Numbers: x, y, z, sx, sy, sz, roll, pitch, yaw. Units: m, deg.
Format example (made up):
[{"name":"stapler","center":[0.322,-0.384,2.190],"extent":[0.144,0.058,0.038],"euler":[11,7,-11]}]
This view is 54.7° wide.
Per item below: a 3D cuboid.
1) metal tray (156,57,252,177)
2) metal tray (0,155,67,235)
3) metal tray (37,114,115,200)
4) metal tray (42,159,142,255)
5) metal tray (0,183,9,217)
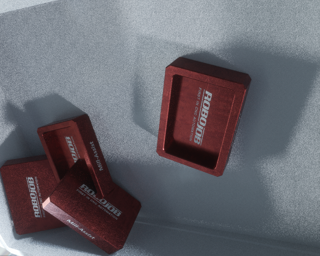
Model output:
[{"name":"metal tray","center":[0.047,-0.011,0.373],"extent":[0.090,0.030,0.129],"euler":[18,126,17]},{"name":"metal tray","center":[-0.213,0.115,0.540],"extent":[0.091,0.030,0.129],"euler":[-9,105,-9]},{"name":"metal tray","center":[-0.133,0.050,0.491],"extent":[0.090,0.030,0.129],"euler":[-11,103,32]},{"name":"metal tray","center":[-0.100,0.120,0.481],"extent":[0.130,0.090,0.030],"euler":[40,130,-11]},{"name":"metal tray","center":[-0.398,0.145,0.708],"extent":[0.130,0.030,0.090],"euler":[49,129,-7]}]
